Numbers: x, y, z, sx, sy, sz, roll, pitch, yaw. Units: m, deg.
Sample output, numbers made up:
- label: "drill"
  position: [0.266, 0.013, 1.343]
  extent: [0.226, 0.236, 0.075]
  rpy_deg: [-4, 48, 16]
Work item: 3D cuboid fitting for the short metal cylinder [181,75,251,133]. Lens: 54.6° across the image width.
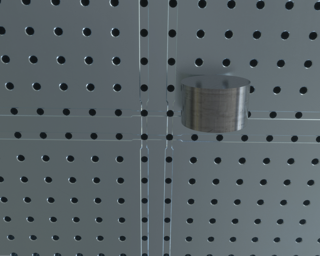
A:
- label: "short metal cylinder"
  position: [0.065, -0.032, 0.373]
  extent: [0.080, 0.080, 0.050]
  rpy_deg: [-1, 110, 0]
